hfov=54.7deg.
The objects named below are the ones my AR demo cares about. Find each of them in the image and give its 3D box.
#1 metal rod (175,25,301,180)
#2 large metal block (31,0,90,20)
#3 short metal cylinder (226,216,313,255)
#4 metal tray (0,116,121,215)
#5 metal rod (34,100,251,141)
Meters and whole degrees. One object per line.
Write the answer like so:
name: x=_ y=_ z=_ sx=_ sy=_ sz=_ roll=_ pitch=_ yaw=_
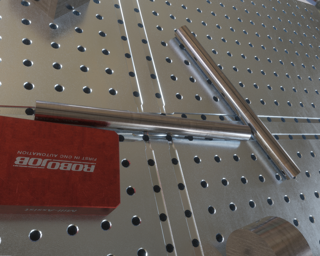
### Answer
metal rod: x=0.121 y=-0.047 z=0.504 sx=0.025 sy=0.025 sz=0.299 roll=-28 pitch=77 yaw=-37
large metal block: x=-0.150 y=-0.214 z=0.443 sx=0.080 sy=0.050 sz=0.080 roll=40 pitch=51 yaw=-1
short metal cylinder: x=0.122 y=0.147 z=0.351 sx=0.050 sy=0.080 sz=0.080 roll=-9 pitch=67 yaw=-32
metal tray: x=-0.109 y=0.041 z=0.322 sx=0.131 sy=0.030 sz=0.090 roll=9 pitch=58 yaw=-24
metal rod: x=-0.004 y=-0.005 z=0.410 sx=0.302 sy=0.025 sz=0.025 roll=6 pitch=59 yaw=-26
